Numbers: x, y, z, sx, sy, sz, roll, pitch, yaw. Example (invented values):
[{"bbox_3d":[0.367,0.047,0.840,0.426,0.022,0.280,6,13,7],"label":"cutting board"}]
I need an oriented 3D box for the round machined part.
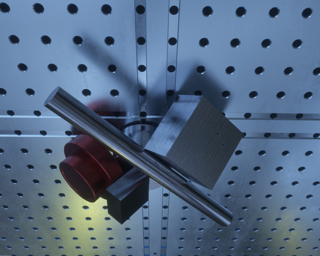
[{"bbox_3d":[-0.095,0.060,0.412,0.098,0.042,0.097,28,141,26],"label":"round machined part"}]

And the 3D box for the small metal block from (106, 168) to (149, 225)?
[{"bbox_3d":[-0.040,0.086,0.395,0.025,0.050,0.050,31,137,28],"label":"small metal block"}]

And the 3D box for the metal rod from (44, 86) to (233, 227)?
[{"bbox_3d":[-0.006,0.050,0.384,0.025,0.025,0.301,-36,122,26],"label":"metal rod"}]

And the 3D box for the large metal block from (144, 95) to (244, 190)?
[{"bbox_3d":[0.042,0.016,0.376,0.080,0.050,0.080,39,77,-28],"label":"large metal block"}]

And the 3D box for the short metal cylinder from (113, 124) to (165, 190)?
[{"bbox_3d":[-0.024,0.041,0.425,0.081,0.050,0.079,0,130,0],"label":"short metal cylinder"}]
